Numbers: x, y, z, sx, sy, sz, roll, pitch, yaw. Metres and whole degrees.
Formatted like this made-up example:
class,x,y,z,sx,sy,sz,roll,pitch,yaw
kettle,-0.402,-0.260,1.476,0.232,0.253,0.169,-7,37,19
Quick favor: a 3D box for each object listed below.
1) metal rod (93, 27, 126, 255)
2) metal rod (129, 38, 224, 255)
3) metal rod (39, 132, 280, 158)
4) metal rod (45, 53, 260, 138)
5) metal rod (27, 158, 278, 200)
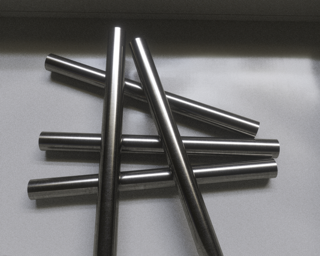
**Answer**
class,x,y,z,sx,sy,sz,roll,pitch,yaw
metal rod,-0.059,0.009,0.377,0.025,0.025,0.299,0,70,0
metal rod,0.015,0.019,0.375,0.025,0.025,0.299,-17,71,-6
metal rod,-0.001,0.022,0.400,0.302,0.025,0.025,2,70,0
metal rod,-0.015,-0.045,0.424,0.301,0.025,0.025,19,71,6
metal rod,-0.007,0.063,0.385,0.302,0.025,0.025,-5,70,-2
